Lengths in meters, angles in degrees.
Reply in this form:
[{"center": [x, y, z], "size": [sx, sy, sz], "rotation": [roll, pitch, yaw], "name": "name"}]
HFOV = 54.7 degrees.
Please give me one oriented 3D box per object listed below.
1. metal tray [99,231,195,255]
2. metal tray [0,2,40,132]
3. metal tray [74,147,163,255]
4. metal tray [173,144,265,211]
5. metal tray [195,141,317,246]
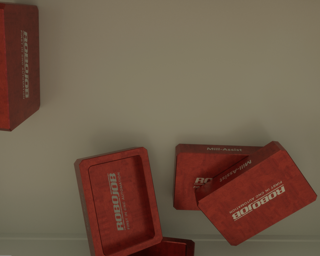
[{"center": [-0.023, 0.181, 0.403], "size": [0.131, 0.090, 0.030], "rotation": [4, 110, 8], "name": "metal tray"}, {"center": [-0.167, -0.072, 0.348], "size": [0.030, 0.090, 0.129], "rotation": [6, 110, -2], "name": "metal tray"}, {"center": [-0.052, 0.096, 0.400], "size": [0.091, 0.030, 0.129], "rotation": [-11, 91, -28], "name": "metal tray"}, {"center": [0.086, 0.071, 0.435], "size": [0.131, 0.030, 0.089], "rotation": [2, 110, -1], "name": "metal tray"}, {"center": [0.124, 0.089, 0.410], "size": [0.130, 0.030, 0.090], "rotation": [-35, 107, 12], "name": "metal tray"}]
